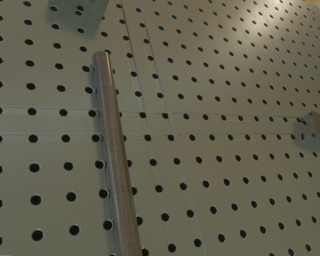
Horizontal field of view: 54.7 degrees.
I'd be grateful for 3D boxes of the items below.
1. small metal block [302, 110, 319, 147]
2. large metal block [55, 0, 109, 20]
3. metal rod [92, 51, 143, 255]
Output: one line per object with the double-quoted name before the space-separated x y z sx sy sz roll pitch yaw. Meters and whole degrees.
"small metal block" 0.288 0.004 0.561 0.050 0.025 0.050 25 53 -13
"large metal block" -0.112 -0.224 0.468 0.081 0.050 0.080 18 55 -18
"metal rod" -0.051 0.035 0.359 0.025 0.025 0.299 2 61 -27
